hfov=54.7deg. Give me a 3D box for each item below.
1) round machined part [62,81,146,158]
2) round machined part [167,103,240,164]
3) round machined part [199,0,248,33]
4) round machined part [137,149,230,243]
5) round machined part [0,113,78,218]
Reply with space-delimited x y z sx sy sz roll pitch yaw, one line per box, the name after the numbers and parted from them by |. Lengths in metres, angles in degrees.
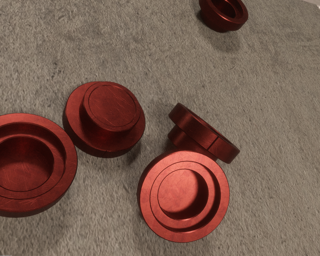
-0.062 -0.017 0.371 0.099 0.042 0.098 14 56 -21 | round machined part
0.049 0.014 0.390 0.098 0.042 0.098 37 8 -6 | round machined part
0.117 -0.223 0.594 0.099 0.042 0.098 14 56 -21 | round machined part
0.023 0.071 0.344 0.099 0.042 0.097 0 92 -12 | round machined part
-0.134 0.038 0.299 0.099 0.042 0.098 14 56 -21 | round machined part
